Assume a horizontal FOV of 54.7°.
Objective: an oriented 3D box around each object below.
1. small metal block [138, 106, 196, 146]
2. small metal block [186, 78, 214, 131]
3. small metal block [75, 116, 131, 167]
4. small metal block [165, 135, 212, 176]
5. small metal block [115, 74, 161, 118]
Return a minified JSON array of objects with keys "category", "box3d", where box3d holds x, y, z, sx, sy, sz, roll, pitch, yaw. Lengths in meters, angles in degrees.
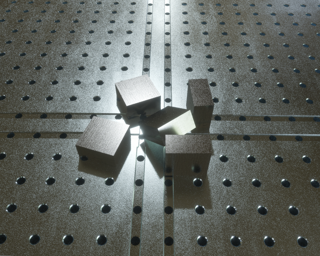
[{"category":"small metal block","box3d":[0.008,-0.004,0.396,0.050,0.025,0.050,-30,24,-24]},{"category":"small metal block","box3d":[0.053,-0.031,0.418,0.025,0.050,0.050,-3,50,-3]},{"category":"small metal block","box3d":[-0.070,0.016,0.393,0.050,0.025,0.050,15,51,11]},{"category":"small metal block","box3d":[0.031,0.033,0.364,0.050,0.050,0.025,0,52,0]},{"category":"small metal block","box3d":[-0.032,-0.047,0.447,0.050,0.025,0.050,-19,53,-16]}]
